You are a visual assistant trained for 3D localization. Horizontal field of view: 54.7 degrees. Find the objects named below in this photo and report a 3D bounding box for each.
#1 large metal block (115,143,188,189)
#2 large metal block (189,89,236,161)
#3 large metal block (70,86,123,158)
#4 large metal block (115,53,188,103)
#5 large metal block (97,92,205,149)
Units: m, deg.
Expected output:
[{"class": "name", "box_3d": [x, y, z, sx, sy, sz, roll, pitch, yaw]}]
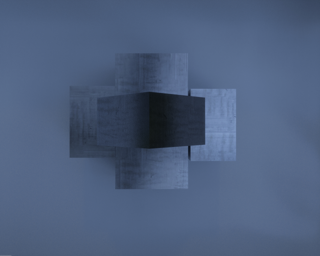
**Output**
[{"class": "large metal block", "box_3d": [-0.009, 0.043, 0.383, 0.081, 0.080, 0.050, 0, 90, 0]}, {"class": "large metal block", "box_3d": [0.058, -0.004, 0.381, 0.050, 0.080, 0.080, 0, 90, -1]}, {"class": "large metal block", "box_3d": [-0.075, -0.007, 0.383, 0.050, 0.080, 0.080, 0, 90, 0]}, {"class": "large metal block", "box_3d": [-0.009, -0.058, 0.382, 0.081, 0.080, 0.050, 0, 90, 0]}, {"class": "large metal block", "box_3d": [-0.009, -0.007, 0.326, 0.081, 0.080, 0.050, 0, 90, -45]}]
